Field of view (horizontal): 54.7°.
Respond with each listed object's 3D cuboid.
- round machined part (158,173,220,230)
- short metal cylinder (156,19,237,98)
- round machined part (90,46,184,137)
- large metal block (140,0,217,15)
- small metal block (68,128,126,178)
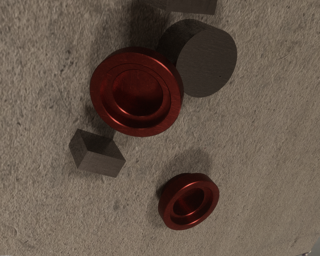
[{"bbox_3d":[0.041,0.110,0.488,0.099,0.042,0.097,-14,125,-21],"label":"round machined part"},{"bbox_3d":[0.042,-0.082,0.364,0.081,0.050,0.079,-14,125,-21],"label":"short metal cylinder"},{"bbox_3d":[-0.022,-0.042,0.339,0.098,0.042,0.097,6,122,9],"label":"round machined part"},{"bbox_3d":[0.016,-0.155,0.285,0.050,0.080,0.079,-6,121,-26],"label":"large metal block"},{"bbox_3d":[-0.075,0.030,0.369,0.050,0.050,0.025,21,107,-36],"label":"small metal block"}]
